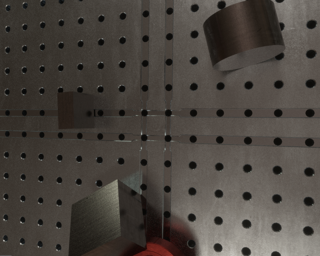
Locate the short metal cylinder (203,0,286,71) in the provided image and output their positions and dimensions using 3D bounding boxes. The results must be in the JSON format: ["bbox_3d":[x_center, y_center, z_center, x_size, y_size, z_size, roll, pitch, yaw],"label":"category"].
[{"bbox_3d":[0.094,-0.102,0.350,0.080,0.080,0.050,-14,86,19],"label":"short metal cylinder"}]

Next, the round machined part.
[{"bbox_3d":[-0.006,0.190,0.405,0.098,0.042,0.097,0,90,19],"label":"round machined part"}]

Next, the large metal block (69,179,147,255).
[{"bbox_3d":[-0.069,0.127,0.401,0.080,0.050,0.080,-31,41,17],"label":"large metal block"}]

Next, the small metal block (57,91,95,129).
[{"bbox_3d":[-0.118,-0.024,0.440,0.025,0.050,0.050,-3,89,20],"label":"small metal block"}]
